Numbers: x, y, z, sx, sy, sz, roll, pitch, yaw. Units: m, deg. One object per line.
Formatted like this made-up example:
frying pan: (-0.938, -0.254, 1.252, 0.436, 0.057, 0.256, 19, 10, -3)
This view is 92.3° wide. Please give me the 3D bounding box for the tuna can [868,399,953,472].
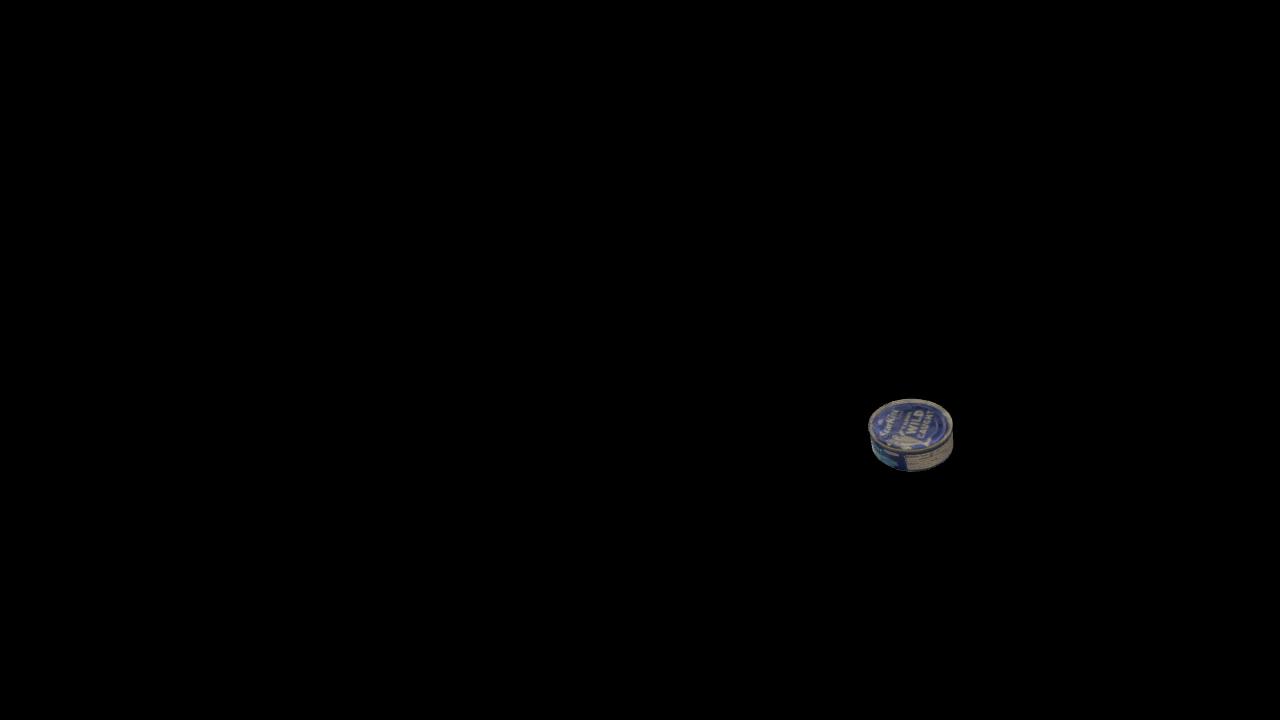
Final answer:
tuna can: (0.294, 0.081, 0.669, 0.084, 0.034, 0.084, -15, 32, 10)
